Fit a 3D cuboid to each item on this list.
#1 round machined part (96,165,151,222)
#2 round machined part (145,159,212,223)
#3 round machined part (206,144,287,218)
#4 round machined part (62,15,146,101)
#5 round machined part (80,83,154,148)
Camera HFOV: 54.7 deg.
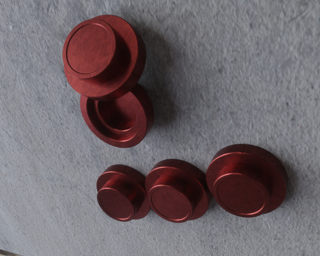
[{"bbox_3d":[-0.060,0.110,0.494,0.098,0.042,0.097,13,124,20],"label":"round machined part"},{"bbox_3d":[0.022,0.096,0.443,0.098,0.042,0.097,13,124,20],"label":"round machined part"},{"bbox_3d":[0.104,0.072,0.385,0.098,0.042,0.097,13,124,20],"label":"round machined part"},{"bbox_3d":[-0.069,-0.082,0.348,0.098,0.042,0.097,-3,81,21],"label":"round machined part"},{"bbox_3d":[-0.051,-0.026,0.405,0.098,0.042,0.097,13,124,20],"label":"round machined part"}]
